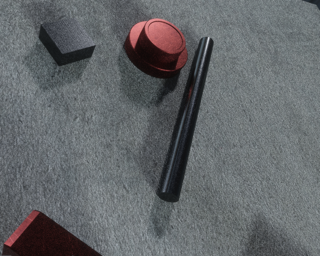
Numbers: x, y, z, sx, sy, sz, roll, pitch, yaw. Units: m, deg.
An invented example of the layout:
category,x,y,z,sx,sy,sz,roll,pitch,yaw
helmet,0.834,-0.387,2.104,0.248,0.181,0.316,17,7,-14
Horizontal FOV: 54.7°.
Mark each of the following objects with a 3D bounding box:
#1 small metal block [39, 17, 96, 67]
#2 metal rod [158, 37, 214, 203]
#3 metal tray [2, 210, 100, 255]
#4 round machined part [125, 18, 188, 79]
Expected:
category,x,y,z,sx,sy,sz,roll,pitch,yaw
small metal block,-0.122,-0.114,0.409,0.050,0.025,0.050,-29,78,-38
metal rod,0.046,-0.034,0.450,0.025,0.025,0.300,27,52,-12
metal tray,-0.063,0.126,0.251,0.130,0.090,0.030,37,51,-4
round machined part,0.000,-0.127,0.472,0.099,0.042,0.098,14,56,-21
